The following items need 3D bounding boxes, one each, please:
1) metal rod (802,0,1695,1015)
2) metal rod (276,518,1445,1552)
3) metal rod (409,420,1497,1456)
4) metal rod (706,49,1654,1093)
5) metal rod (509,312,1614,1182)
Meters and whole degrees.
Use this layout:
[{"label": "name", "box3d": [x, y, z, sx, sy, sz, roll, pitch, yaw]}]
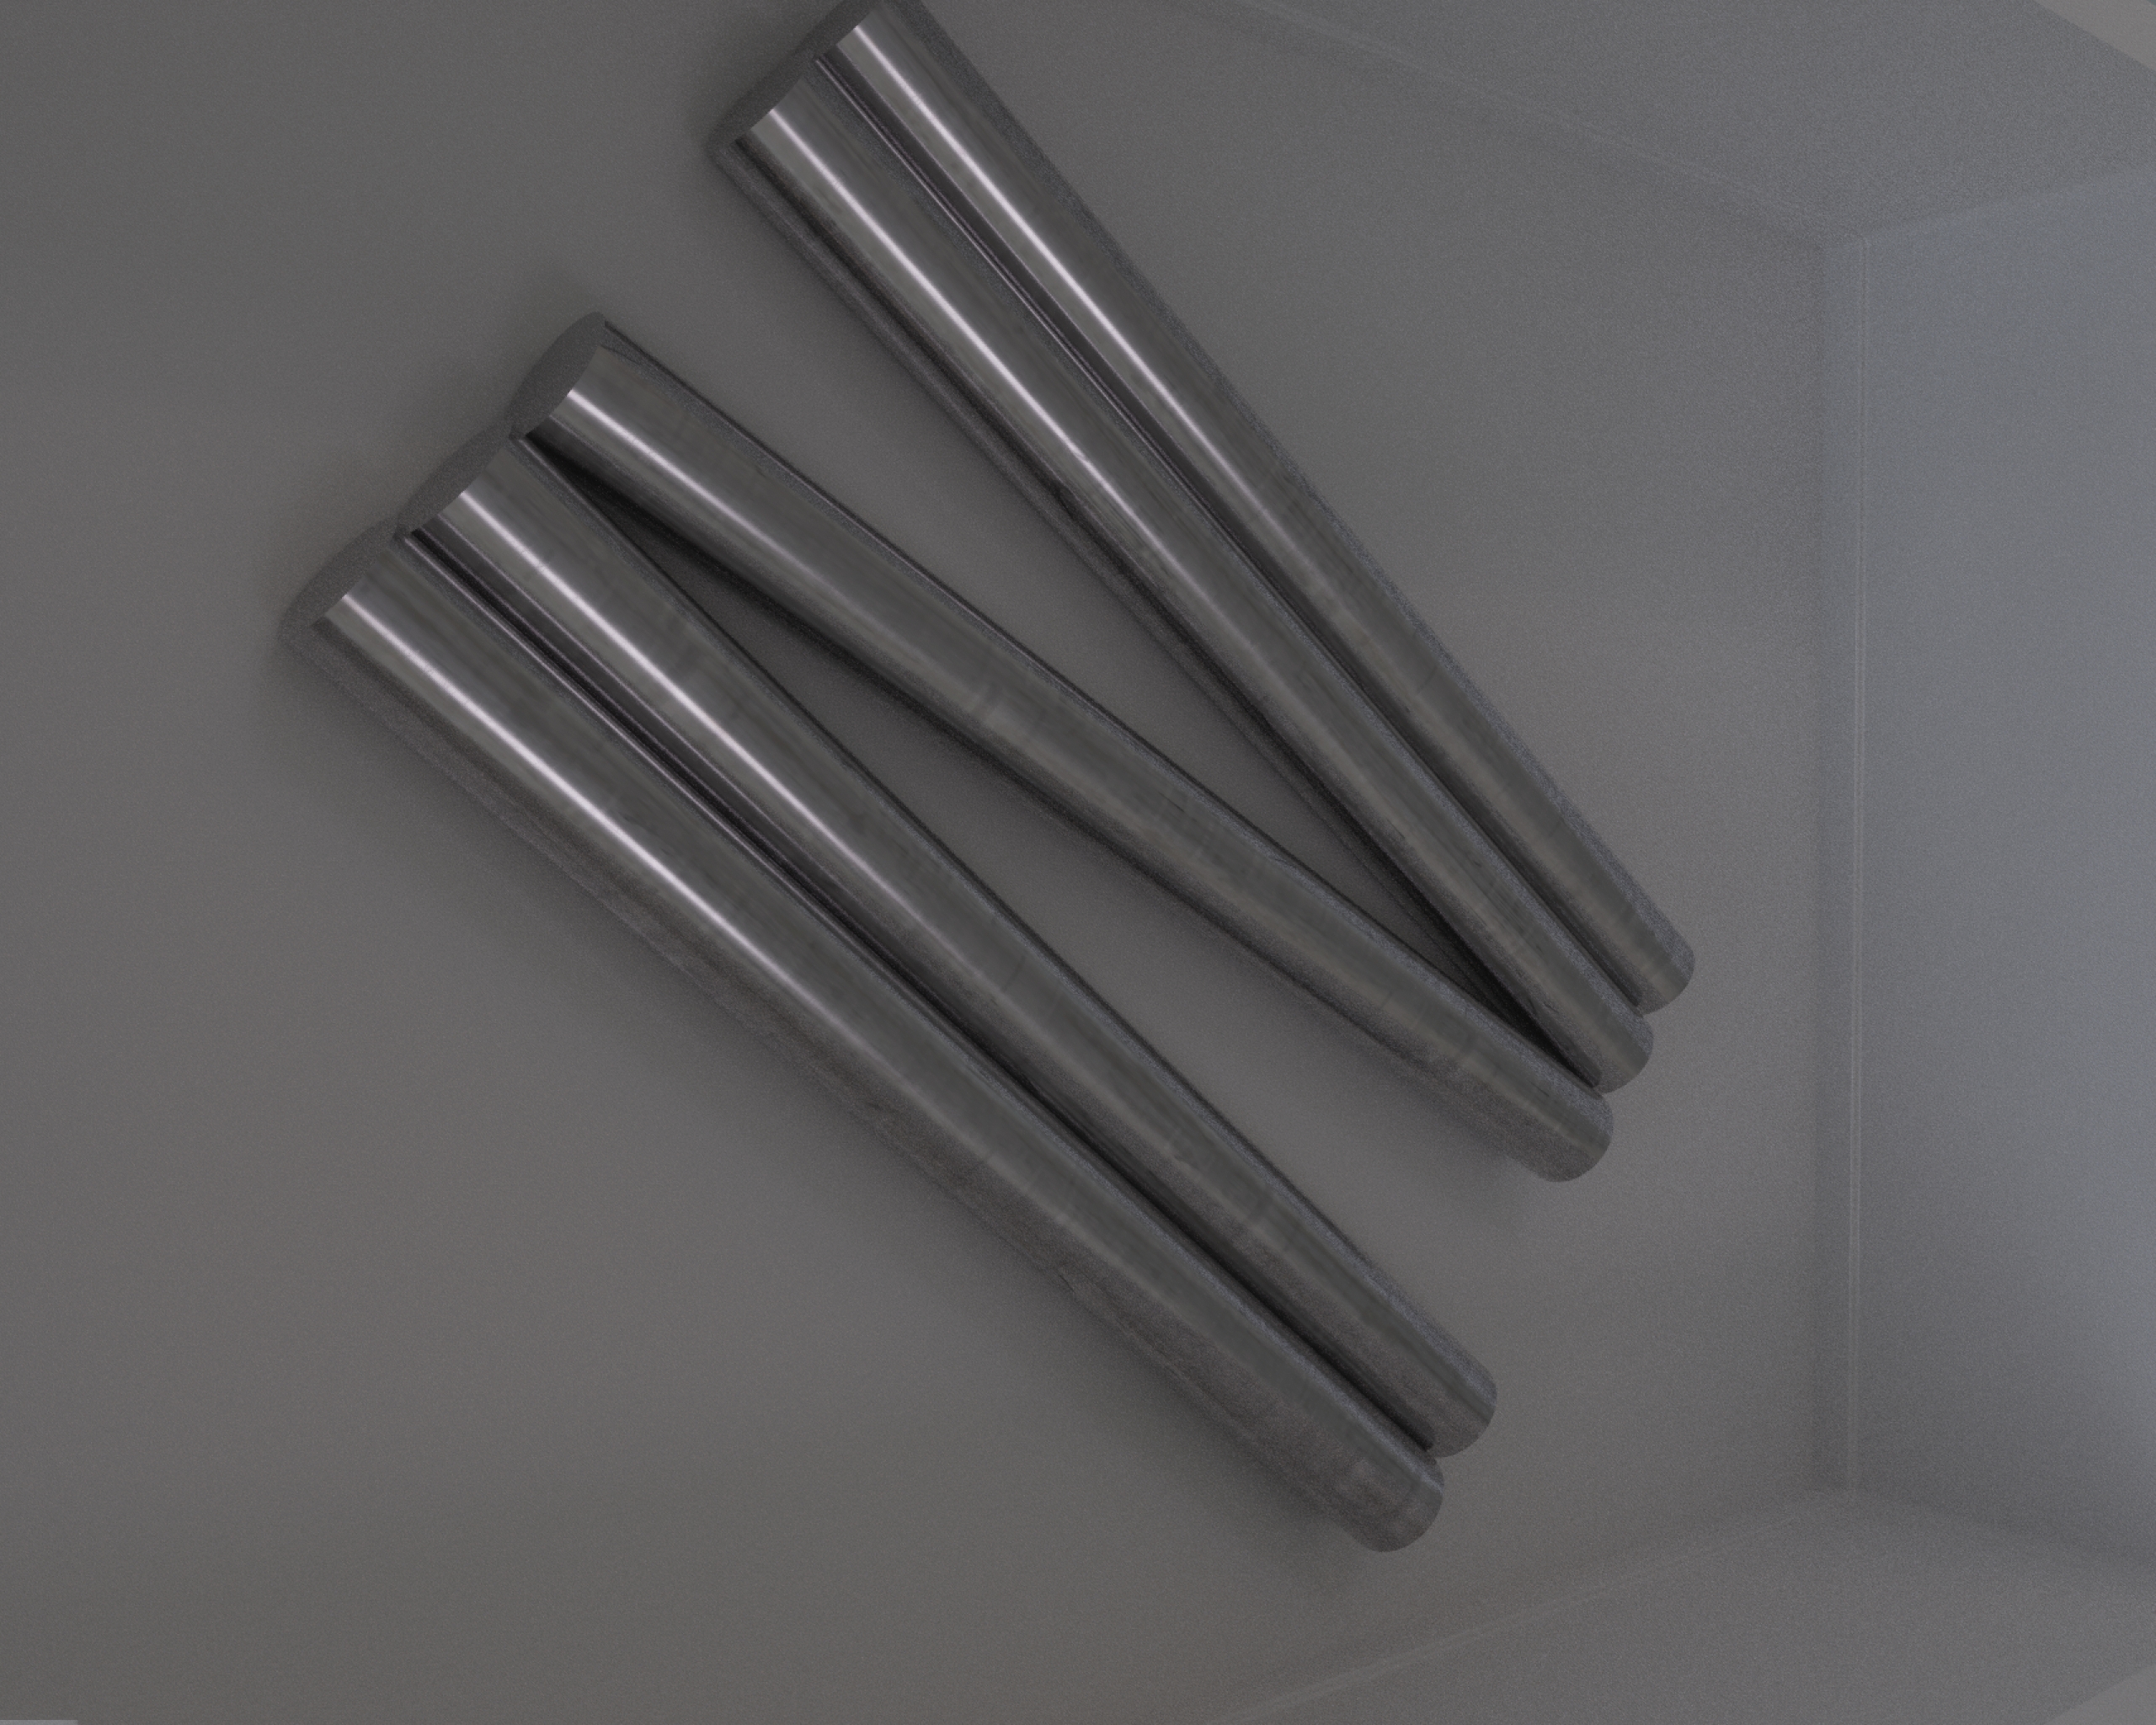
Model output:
[{"label": "metal rod", "box3d": [0.051, -0.061, 0.447, 0.300, 0.025, 0.025, 44, 64, -31]}, {"label": "metal rod", "box3d": [-0.020, 0.050, 0.388, 0.300, 0.025, 0.025, 45, 63, -31]}, {"label": "metal rod", "box3d": [-0.006, 0.032, 0.400, 0.300, 0.025, 0.025, 45, 63, -31]}, {"label": "metal rod", "box3d": [0.038, -0.042, 0.436, 0.300, 0.025, 0.025, 44, 64, -31]}, {"label": "metal rod", "box3d": [0.017, -0.006, 0.419, 0.301, 0.025, 0.025, 35, 68, -34]}]
